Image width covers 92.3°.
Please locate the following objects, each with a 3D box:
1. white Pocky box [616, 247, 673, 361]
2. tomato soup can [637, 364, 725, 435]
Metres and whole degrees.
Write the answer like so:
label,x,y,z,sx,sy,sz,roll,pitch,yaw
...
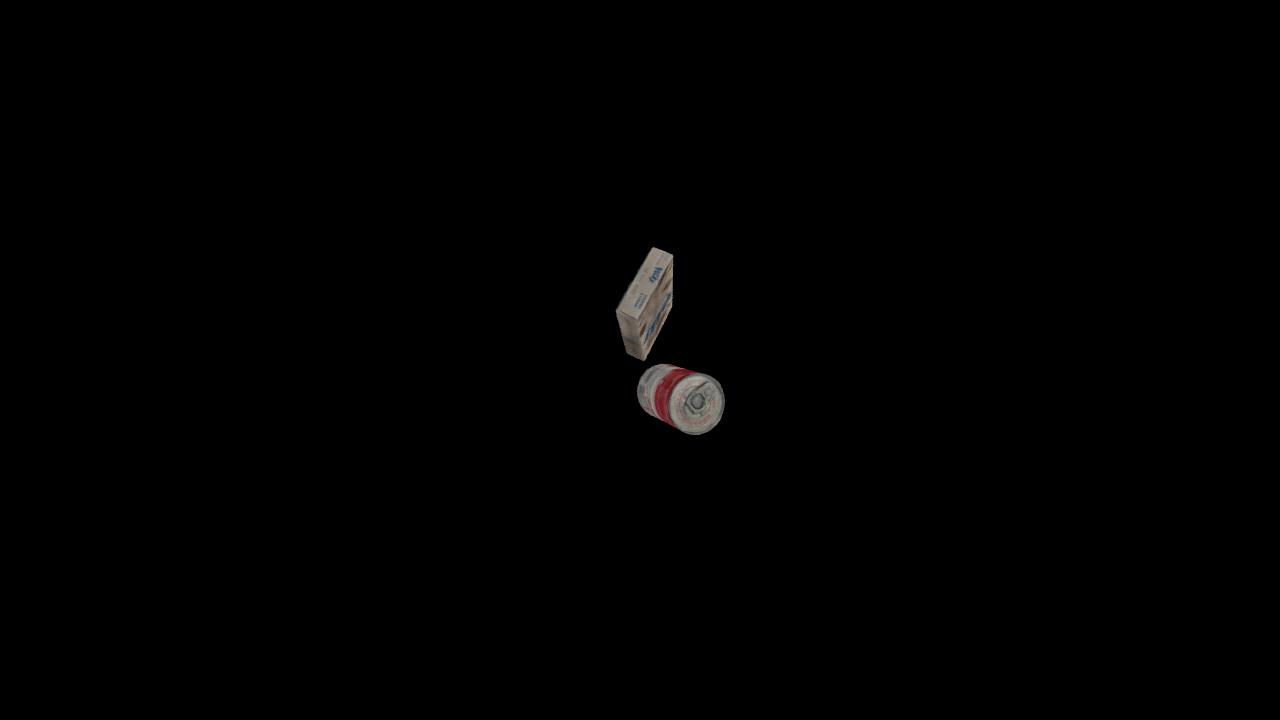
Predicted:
label,x,y,z,sx,sy,sz,roll,pitch,yaw
white Pocky box,0.008,-0.058,0.698,0.028,0.084,0.154,26,-13,10
tomato soup can,0.043,0.042,0.703,0.068,0.068,0.101,0,6,-21
